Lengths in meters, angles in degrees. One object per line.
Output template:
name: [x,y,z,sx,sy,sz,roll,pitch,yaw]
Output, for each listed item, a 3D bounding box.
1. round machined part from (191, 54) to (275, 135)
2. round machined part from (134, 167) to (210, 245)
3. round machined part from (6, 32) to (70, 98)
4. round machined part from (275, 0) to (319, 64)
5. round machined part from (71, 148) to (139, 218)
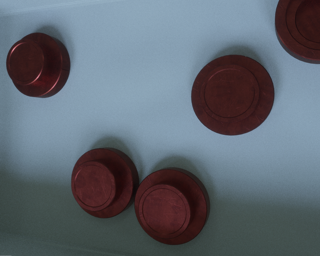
round machined part: [0.085,-0.040,0.371,0.098,0.042,0.097,0,90,19]
round machined part: [0.012,0.102,0.397,0.098,0.042,0.097,0,90,19]
round machined part: [-0.189,-0.096,0.466,0.098,0.042,0.097,0,90,19]
round machined part: [0.178,-0.119,0.339,0.098,0.042,0.097,0,90,19]
round machined part: [-0.082,0.077,0.429,0.098,0.042,0.097,0,90,19]
